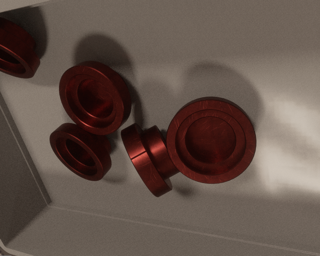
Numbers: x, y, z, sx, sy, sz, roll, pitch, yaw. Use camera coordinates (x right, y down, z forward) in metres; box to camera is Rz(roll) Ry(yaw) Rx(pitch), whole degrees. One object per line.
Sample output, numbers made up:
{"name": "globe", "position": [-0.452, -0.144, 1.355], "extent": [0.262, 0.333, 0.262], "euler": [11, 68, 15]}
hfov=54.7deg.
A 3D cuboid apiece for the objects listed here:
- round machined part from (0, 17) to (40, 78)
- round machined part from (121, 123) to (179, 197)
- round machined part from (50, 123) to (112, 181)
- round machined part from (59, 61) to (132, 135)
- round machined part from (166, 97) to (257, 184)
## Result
{"name": "round machined part", "position": [-0.209, -0.111, 0.417], "extent": [0.098, 0.042, 0.098], "euler": [17, 161, 6]}
{"name": "round machined part", "position": [-0.007, 0.035, 0.397], "extent": [0.042, 0.098, 0.098], "euler": [-29, 105, 2]}
{"name": "round machined part", "position": [-0.113, 0.030, 0.466], "extent": [0.098, 0.042, 0.097], "euler": [21, 138, 20]}
{"name": "round machined part", "position": [-0.081, -0.043, 0.412], "extent": [0.098, 0.042, 0.097], "euler": [13, 124, 20]}
{"name": "round machined part", "position": [0.059, 0.011, 0.360], "extent": [0.098, 0.042, 0.097], "euler": [3, 105, 10]}
